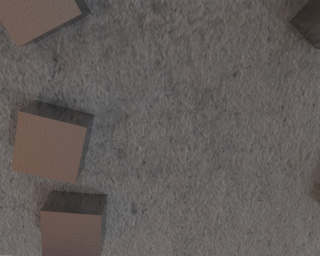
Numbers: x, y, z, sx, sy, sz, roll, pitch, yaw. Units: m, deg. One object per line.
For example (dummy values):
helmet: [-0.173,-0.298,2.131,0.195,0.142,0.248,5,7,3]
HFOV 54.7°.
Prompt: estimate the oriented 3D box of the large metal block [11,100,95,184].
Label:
large metal block: [-0.136,0.017,0.401,0.081,0.050,0.079,14,109,-6]

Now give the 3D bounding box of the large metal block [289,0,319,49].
large metal block: [0.203,-0.129,0.336,0.050,0.080,0.080,38,105,-13]

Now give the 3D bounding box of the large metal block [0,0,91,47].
large metal block: [-0.136,-0.146,0.341,0.080,0.050,0.080,-25,109,8]

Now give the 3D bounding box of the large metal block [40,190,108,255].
large metal block: [-0.122,0.141,0.447,0.081,0.050,0.079,5,110,-3]
